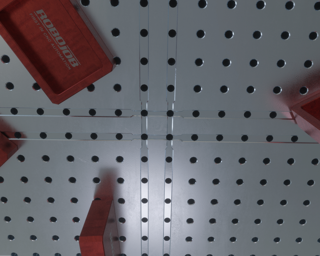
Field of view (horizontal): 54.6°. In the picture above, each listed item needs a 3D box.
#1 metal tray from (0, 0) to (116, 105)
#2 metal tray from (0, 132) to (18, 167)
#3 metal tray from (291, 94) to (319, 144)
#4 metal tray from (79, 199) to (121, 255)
[{"bbox_3d":[-0.126,-0.105,0.370,0.090,0.030,0.130,-30,108,10],"label":"metal tray"},{"bbox_3d":[-0.275,0.043,0.424,0.130,0.030,0.090,-41,105,13],"label":"metal tray"},{"bbox_3d":[0.239,-0.029,0.369,0.130,0.090,0.030,-27,108,9],"label":"metal tray"},{"bbox_3d":[-0.081,0.181,0.444,0.030,0.090,0.129,-3,110,1],"label":"metal tray"}]
